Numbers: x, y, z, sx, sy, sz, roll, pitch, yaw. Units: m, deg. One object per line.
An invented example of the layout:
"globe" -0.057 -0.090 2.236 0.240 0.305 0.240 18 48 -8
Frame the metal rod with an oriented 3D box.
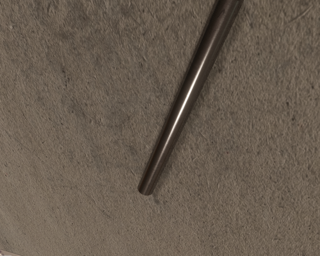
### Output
"metal rod" 0.023 -0.016 0.383 0.025 0.025 0.298 29 128 9
